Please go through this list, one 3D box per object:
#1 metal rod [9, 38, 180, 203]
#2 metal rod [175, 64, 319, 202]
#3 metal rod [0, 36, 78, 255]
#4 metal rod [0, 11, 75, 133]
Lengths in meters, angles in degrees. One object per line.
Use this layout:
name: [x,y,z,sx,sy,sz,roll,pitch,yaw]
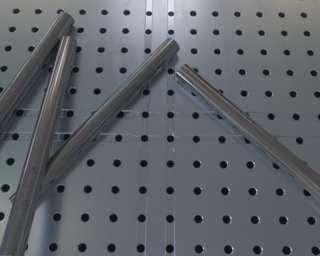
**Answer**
metal rod: [-0.077,-0.015,0.416,0.025,0.025,0.301,38,74,13]
metal rod: [0.137,0.018,0.405,0.300,0.025,0.025,43,76,14]
metal rod: [-0.145,0.005,0.388,0.025,0.025,0.299,4,62,1]
metal rod: [-0.204,-0.040,0.425,0.025,0.025,0.300,23,72,8]
